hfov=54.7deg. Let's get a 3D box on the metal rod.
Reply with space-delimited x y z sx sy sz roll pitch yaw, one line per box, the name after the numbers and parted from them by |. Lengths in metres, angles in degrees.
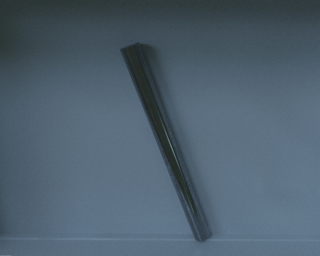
0.014 0.032 0.423 0.025 0.025 0.298 -19 109 6 | metal rod
